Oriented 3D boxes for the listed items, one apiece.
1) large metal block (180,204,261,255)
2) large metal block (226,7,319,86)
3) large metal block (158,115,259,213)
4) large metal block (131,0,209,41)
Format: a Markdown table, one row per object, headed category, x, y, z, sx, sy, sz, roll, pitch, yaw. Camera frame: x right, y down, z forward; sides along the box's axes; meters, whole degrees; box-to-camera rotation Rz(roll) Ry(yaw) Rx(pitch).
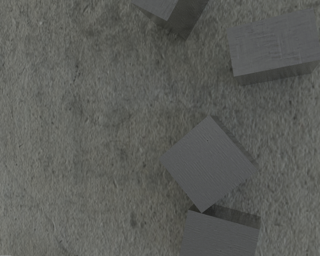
| category | x | y | z | sx | sy | sz | roll | pitch | yaw |
| --- | --- | --- | --- | --- | --- | --- | --- | --- | --- |
| large metal block | 0.071 | 0.140 | 0.370 | 0.080 | 0.050 | 0.079 | 11 | 94 | 19 |
| large metal block | 0.122 | -0.082 | 0.337 | 0.080 | 0.080 | 0.050 | -9 | 87 | 19 |
| large metal block | 0.060 | 0.041 | 0.374 | 0.080 | 0.050 | 0.080 | -42 | 77 | 15 |
| large metal block | 0.021 | -0.162 | 0.372 | 0.050 | 0.080 | 0.080 | 33 | 101 | 16 |
